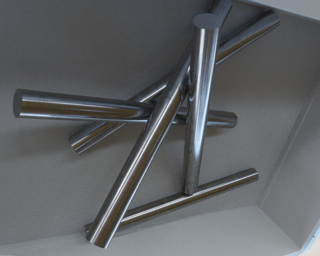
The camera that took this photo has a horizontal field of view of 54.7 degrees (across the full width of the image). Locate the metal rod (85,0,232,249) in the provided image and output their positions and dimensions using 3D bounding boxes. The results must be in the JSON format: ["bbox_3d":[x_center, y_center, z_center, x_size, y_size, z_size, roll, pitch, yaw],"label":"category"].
[{"bbox_3d":[0.004,-0.015,0.338,0.025,0.025,0.299,35,78,-39],"label":"metal rod"}]

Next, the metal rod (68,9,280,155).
[{"bbox_3d":[0.023,-0.060,0.385,0.301,0.025,0.025,-33,129,-7],"label":"metal rod"}]

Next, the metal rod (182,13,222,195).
[{"bbox_3d":[0.044,0.002,0.381,0.025,0.025,0.298,-22,144,-15],"label":"metal rod"}]

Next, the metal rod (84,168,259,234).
[{"bbox_3d":[0.031,0.118,0.500,0.302,0.025,0.025,-14,125,-21],"label":"metal rod"}]

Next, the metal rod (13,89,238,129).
[{"bbox_3d":[-0.008,-0.016,0.362,0.302,0.025,0.025,2,118,-41],"label":"metal rod"}]
